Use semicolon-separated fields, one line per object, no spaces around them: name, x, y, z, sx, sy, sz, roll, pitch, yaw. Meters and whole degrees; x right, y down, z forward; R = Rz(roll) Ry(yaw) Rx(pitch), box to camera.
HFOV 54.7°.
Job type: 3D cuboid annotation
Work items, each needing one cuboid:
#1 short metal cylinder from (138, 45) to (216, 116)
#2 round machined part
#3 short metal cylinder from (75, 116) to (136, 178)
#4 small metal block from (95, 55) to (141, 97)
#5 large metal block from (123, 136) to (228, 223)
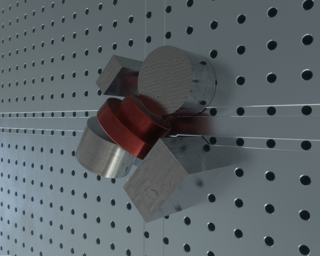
short metal cylinder;0.020;-0.055;0.375;0.080;0.050;0.079;0;90;39
round machined part;-0.024;-0.006;0.380;0.042;0.098;0.098;-49;61;14
short metal cylinder;-0.070;0.025;0.428;0.080;0.081;0.050;38;113;33
small metal block;-0.053;-0.071;0.434;0.050;0.050;0.025;-49;61;28
large metal block;0.018;0.056;0.357;0.050;0.081;0.080;51;120;27
